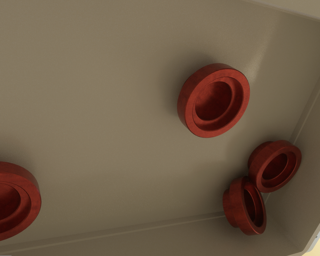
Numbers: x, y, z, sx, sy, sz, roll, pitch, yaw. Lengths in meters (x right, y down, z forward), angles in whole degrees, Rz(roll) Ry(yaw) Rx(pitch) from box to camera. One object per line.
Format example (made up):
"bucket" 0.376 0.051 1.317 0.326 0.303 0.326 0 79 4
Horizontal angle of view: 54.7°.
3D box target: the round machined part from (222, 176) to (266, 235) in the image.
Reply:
"round machined part" 0.143 0.135 0.536 0.042 0.098 0.098 -22 138 33

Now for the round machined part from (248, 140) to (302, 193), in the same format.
"round machined part" 0.194 0.062 0.542 0.099 0.042 0.097 -14 124 -21

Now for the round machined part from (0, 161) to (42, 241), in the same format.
"round machined part" -0.186 0.077 0.343 0.099 0.042 0.097 -14 124 -21

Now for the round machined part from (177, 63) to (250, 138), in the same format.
"round machined part" 0.066 -0.039 0.409 0.099 0.042 0.097 -14 124 -21
